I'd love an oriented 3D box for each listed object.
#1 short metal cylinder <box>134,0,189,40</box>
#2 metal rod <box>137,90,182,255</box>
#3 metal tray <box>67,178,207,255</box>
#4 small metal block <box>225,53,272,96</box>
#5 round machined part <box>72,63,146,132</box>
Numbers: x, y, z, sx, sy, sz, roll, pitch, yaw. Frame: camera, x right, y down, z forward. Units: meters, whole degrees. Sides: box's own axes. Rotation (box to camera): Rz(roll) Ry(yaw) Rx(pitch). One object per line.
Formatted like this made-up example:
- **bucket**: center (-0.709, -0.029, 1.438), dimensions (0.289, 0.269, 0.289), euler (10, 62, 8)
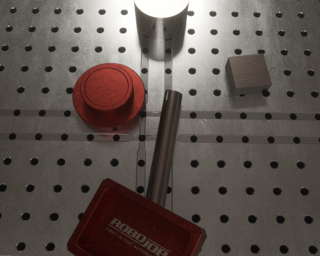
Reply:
- **short metal cylinder**: center (0.002, -0.182, 0.465), dimensions (0.081, 0.050, 0.080), euler (0, 70, 0)
- **metal rod**: center (-0.006, 0.092, 0.377), dimensions (0.025, 0.025, 0.299), euler (9, 70, 3)
- **metal tray**: center (-0.027, 0.123, 0.339), dimensions (0.130, 0.030, 0.090), euler (22, 77, 26)
- **small metal block**: center (0.125, -0.076, 0.441), dimensions (0.050, 0.025, 0.050), euler (-7, 70, -3)
- **round machined part**: center (-0.069, -0.047, 0.419), dimensions (0.099, 0.042, 0.098), euler (0, 70, -1)
